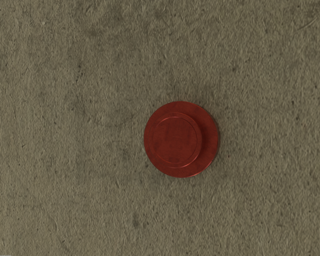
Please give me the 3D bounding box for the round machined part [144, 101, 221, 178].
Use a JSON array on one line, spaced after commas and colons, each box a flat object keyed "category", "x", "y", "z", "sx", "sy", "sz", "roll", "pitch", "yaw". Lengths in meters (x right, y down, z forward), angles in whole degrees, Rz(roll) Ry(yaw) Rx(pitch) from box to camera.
[{"category": "round machined part", "x": 0.024, "y": 0.015, "z": 0.392, "sx": 0.098, "sy": 0.042, "sz": 0.097, "roll": 0, "pitch": 90, "yaw": 20}]
